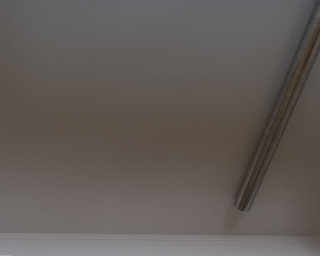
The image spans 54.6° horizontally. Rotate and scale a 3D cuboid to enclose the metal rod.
[{"bbox_3d":[0.159,-0.020,0.404,0.025,0.025,0.298,14,109,-5],"label":"metal rod"}]
